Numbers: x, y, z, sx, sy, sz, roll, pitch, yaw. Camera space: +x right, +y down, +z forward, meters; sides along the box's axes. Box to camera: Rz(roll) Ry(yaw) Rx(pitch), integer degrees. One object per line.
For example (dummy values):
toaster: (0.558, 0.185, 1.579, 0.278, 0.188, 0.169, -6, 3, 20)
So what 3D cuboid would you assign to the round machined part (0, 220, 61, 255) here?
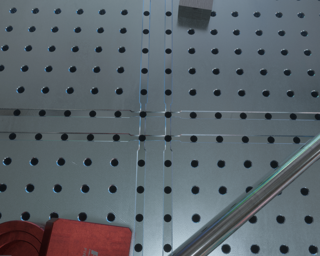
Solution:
round machined part: (-0.157, 0.154, 0.344, 0.099, 0.042, 0.098, 0, 70, -1)

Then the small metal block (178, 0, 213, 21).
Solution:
small metal block: (0.057, -0.200, 0.486, 0.050, 0.025, 0.050, 10, 70, 3)

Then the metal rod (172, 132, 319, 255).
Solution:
metal rod: (0.100, 0.101, 0.376, 0.301, 0.025, 0.025, -36, 74, -13)

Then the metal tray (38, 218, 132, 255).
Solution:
metal tray: (-0.085, 0.166, 0.324, 0.091, 0.030, 0.130, 18, 67, -28)
